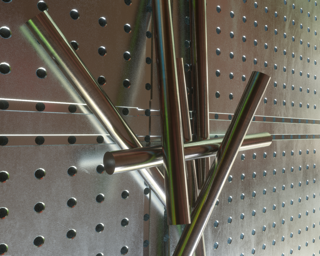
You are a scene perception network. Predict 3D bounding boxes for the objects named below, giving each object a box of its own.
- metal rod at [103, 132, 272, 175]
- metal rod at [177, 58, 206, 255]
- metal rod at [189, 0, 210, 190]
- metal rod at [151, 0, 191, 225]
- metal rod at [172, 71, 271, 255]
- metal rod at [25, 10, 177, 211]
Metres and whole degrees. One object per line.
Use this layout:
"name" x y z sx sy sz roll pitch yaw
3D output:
"metal rod" 0.062 0.028 0.425 0.302 0.025 0.025 -5 93 -40
"metal rod" 0.038 0.053 0.439 0.025 0.025 0.298 -12 98 -39
"metal rod" 0.058 -0.060 0.456 0.025 0.025 0.298 -3 92 -40
"metal rod" 0.010 -0.041 0.371 0.025 0.025 0.299 8 71 -40
"metal rod" 0.076 0.067 0.418 0.025 0.025 0.299 21 94 -38
"metal rod" -0.047 0.004 0.368 0.025 0.025 0.300 -48 119 -29
